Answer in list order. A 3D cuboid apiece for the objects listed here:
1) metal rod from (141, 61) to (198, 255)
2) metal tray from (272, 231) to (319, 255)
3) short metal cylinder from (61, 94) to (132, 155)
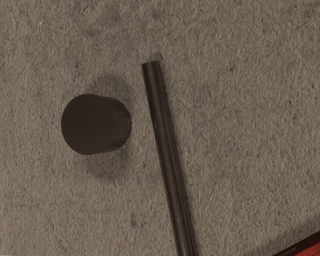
[{"bbox_3d":[0.016,0.061,0.402,0.025,0.025,0.298,-12,86,19],"label":"metal rod"},{"bbox_3d":[0.161,0.187,0.349,0.130,0.030,0.090,-37,79,16],"label":"metal tray"},{"bbox_3d":[-0.086,-0.005,0.425,0.080,0.050,0.079,0,90,19],"label":"short metal cylinder"}]
